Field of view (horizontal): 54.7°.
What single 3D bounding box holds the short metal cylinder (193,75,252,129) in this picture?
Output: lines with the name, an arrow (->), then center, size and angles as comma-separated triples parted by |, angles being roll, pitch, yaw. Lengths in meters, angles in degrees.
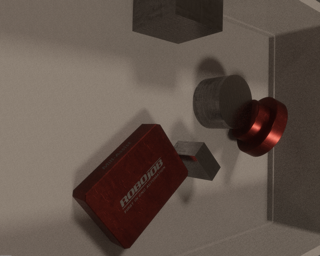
short metal cylinder -> 0.096, -0.039, 0.474 | 0.081, 0.050, 0.079 | 0, 90, -40

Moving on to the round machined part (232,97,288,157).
round machined part -> 0.153, -0.007, 0.496 | 0.042, 0.098, 0.098 | 26, 73, -13

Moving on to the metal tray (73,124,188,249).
metal tray -> -0.029, 0.067, 0.381 | 0.131, 0.030, 0.090 | -46, 118, -30

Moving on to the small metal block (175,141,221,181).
small metal block -> 0.048, 0.045, 0.433 | 0.025, 0.050, 0.050 | -51, 121, -28

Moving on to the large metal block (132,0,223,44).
large metal block -> 0.022, -0.147, 0.391 | 0.081, 0.080, 0.050 | 2, 89, -40
